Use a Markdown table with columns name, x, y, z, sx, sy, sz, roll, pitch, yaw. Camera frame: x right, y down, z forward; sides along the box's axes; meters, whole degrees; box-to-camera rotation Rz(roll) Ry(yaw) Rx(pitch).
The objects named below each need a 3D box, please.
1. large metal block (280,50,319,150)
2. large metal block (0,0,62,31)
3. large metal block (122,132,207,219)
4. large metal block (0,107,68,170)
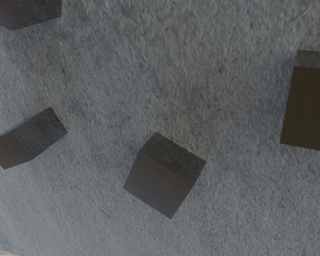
| name | x | y | z | sx | sy | sz | roll | pitch | yaw |
| --- | --- | --- | --- | --- | --- | --- | --- | --- | --- |
| large metal block | 0.163 | -0.024 | 0.290 | 0.080 | 0.050 | 0.079 | 11 | 123 | 22 |
| large metal block | -0.174 | -0.160 | 0.362 | 0.080 | 0.080 | 0.050 | 25 | 127 | 12 |
| large metal block | 0.005 | 0.065 | 0.427 | 0.080 | 0.050 | 0.079 | 31 | 128 | 7 |
| large metal block | -0.209 | 0.016 | 0.489 | 0.080 | 0.080 | 0.050 | -18 | 109 | 35 |
